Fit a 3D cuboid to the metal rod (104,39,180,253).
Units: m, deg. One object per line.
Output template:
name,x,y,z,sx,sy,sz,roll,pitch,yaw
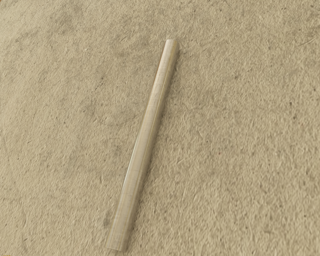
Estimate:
metal rod,-0.016,0.005,0.409,0.025,0.025,0.300,0,62,28
